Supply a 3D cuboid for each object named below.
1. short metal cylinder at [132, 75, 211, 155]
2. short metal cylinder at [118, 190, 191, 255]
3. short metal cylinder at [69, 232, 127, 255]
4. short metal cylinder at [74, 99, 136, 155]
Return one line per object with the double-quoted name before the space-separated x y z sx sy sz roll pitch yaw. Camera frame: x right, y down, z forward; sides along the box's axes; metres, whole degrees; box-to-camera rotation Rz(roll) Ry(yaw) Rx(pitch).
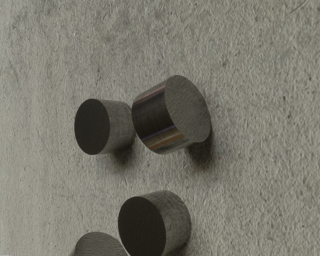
"short metal cylinder" 0.014 -0.014 0.358 0.050 0.081 0.080 -24 75 37
"short metal cylinder" -0.008 0.123 0.395 0.080 0.050 0.080 0 90 40
"short metal cylinder" -0.094 0.199 0.447 0.080 0.081 0.050 48 119 29
"short metal cylinder" -0.081 -0.002 0.456 0.080 0.050 0.080 0 90 40
